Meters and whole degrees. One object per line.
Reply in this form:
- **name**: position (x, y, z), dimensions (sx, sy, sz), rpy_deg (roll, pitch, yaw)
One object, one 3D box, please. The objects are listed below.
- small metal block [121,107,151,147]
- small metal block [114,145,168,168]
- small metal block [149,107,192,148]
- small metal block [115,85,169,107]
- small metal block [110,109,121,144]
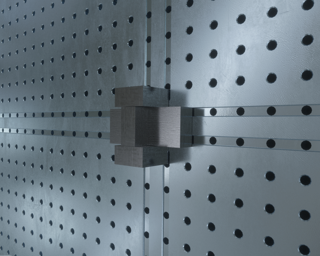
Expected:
- **small metal block**: position (-0.024, -0.002, 0.410), dimensions (0.025, 0.050, 0.050), rpy_deg (1, 91, 40)
- **small metal block**: position (-0.024, 0.035, 0.411), dimensions (0.050, 0.050, 0.025), rpy_deg (1, 91, 39)
- **small metal block**: position (0.013, -0.002, 0.396), dimensions (0.050, 0.025, 0.050), rpy_deg (2, 91, 39)
- **small metal block**: position (-0.024, -0.040, 0.410), dimensions (0.050, 0.050, 0.025), rpy_deg (1, 91, 39)
- **small metal block**: position (-0.045, -0.002, 0.444), dimensions (0.050, 0.025, 0.050), rpy_deg (1, 91, 39)
